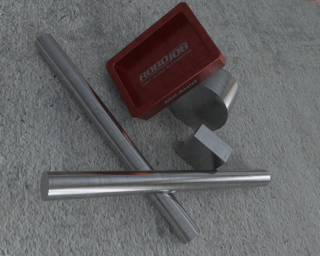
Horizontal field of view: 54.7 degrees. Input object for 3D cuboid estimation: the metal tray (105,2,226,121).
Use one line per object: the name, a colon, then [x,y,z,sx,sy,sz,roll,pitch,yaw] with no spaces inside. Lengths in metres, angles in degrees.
metal tray: [0.004,-0.081,0.389,0.090,0.130,0.030,61,17,18]

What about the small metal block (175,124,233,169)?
small metal block: [0.056,0.030,0.400,0.050,0.050,0.025,40,51,-1]

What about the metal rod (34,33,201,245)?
metal rod: [-0.056,0.006,0.369,0.025,0.025,0.300,-31,79,-38]

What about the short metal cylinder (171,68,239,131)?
short metal cylinder: [0.062,-0.041,0.427,0.080,0.080,0.050,37,51,-4]

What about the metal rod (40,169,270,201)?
metal rod: [0.024,0.060,0.350,0.302,0.025,0.025,5,59,-36]
